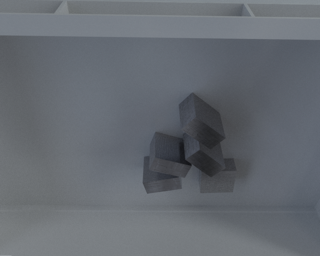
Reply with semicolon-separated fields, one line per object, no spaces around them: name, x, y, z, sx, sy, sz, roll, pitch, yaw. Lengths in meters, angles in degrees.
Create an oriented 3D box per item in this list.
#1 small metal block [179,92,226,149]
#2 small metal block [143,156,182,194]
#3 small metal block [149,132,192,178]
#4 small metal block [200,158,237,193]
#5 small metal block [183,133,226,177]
small metal block;0.052;-0.009;0.385;0.050;0.050;0.025;33;123;-25
small metal block;0.004;0.064;0.447;0.050;0.050;0.025;-10;130;8
small metal block;0.014;0.036;0.423;0.050;0.050;0.025;14;129;-12
small metal block;0.086;0.073;0.472;0.050;0.025;0.050;-2;130;1
small metal block;0.059;0.030;0.419;0.050;0.050;0.025;36;122;-27
